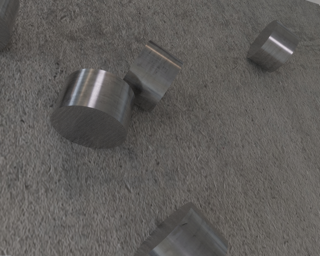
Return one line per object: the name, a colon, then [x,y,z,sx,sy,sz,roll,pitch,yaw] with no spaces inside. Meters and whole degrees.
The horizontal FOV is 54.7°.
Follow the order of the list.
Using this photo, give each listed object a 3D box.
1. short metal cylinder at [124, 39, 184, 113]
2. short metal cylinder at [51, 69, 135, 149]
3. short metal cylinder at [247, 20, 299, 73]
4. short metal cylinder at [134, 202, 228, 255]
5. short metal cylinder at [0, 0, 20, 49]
short metal cylinder: [-0.013,-0.066,0.402,0.050,0.080,0.080,33,51,-7]
short metal cylinder: [-0.072,-0.019,0.341,0.080,0.080,0.050,20,54,-16]
short metal cylinder: [0.207,-0.150,0.571,0.050,0.080,0.080,33,52,-7]
short metal cylinder: [0.020,0.120,0.306,0.050,0.080,0.080,47,51,4]
short metal cylinder: [-0.202,-0.130,0.339,0.081,0.080,0.050,12,57,-22]
